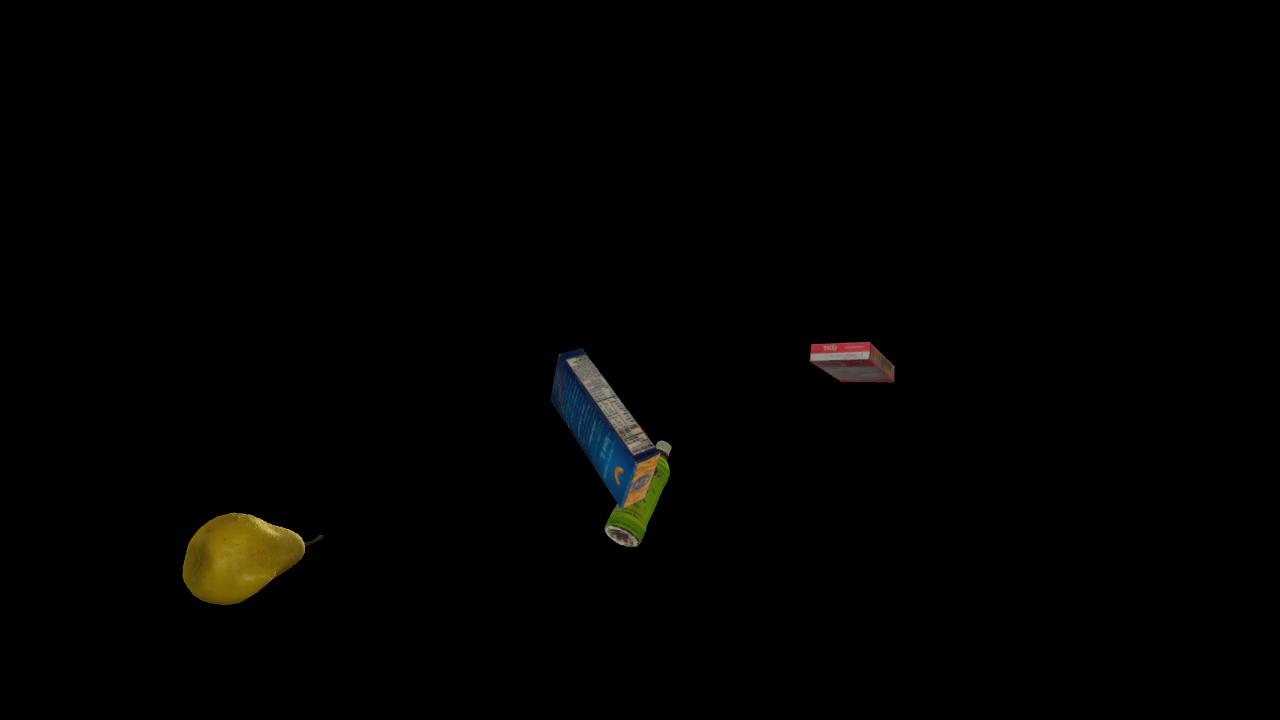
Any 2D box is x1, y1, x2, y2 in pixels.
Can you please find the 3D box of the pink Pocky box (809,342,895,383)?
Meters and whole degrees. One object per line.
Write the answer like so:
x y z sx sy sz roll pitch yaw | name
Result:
0.314 0.006 0.903 0.084 0.029 0.155 -1 -14 35 | pink Pocky box

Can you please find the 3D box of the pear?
-0.357 0.185 0.576 0.080 0.080 0.111 0 -13 35 | pear

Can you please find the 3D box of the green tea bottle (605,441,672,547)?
0.008 0.239 1.139 0.073 0.073 0.212 0 41 31 | green tea bottle

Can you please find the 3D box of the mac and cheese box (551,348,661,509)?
-0.048 0.079 0.750 0.041 0.093 0.184 -16 52 -32 | mac and cheese box
